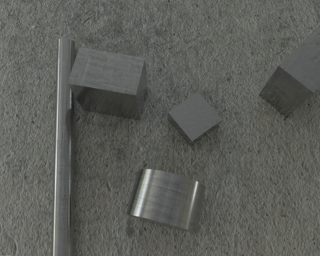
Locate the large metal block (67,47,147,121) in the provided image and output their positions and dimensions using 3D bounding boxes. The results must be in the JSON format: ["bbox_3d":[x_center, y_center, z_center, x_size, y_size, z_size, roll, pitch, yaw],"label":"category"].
[{"bbox_3d":[-0.062,-0.054,0.398,0.080,0.080,0.050,10,71,3],"label":"large metal block"}]

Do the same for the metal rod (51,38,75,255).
[{"bbox_3d":[-0.123,0.016,0.401,0.025,0.025,0.299,-5,70,-2],"label":"metal rod"}]

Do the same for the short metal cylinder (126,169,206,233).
[{"bbox_3d":[0.007,0.083,0.349,0.080,0.080,0.050,14,71,5],"label":"short metal cylinder"}]

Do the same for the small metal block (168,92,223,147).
[{"bbox_3d":[0.046,-0.012,0.413,0.050,0.025,0.050,-35,74,-12],"label":"small metal block"}]

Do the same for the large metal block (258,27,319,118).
[{"bbox_3d":[0.186,-0.070,0.406,0.080,0.080,0.050,-43,76,-14],"label":"large metal block"}]
